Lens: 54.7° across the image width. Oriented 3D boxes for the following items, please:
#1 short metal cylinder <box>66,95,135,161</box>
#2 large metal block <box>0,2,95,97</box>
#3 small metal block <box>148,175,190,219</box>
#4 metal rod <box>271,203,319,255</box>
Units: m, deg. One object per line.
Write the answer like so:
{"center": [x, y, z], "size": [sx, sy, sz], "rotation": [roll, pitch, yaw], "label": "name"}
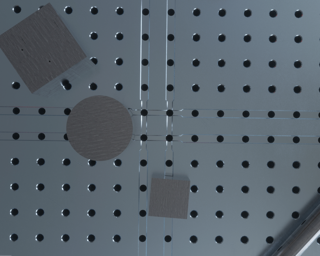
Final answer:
{"center": [-0.073, 0.000, 0.400], "size": [0.081, 0.050, 0.079], "rotation": [0, 90, -1], "label": "short metal cylinder"}
{"center": [-0.144, -0.097, 0.400], "size": [0.080, 0.050, 0.080], "rotation": [-34, 90, 0], "label": "large metal block"}
{"center": [0.012, 0.091, 0.413], "size": [0.050, 0.025, 0.050], "rotation": [5, 90, 0], "label": "small metal block"}
{"center": [0.228, 0.107, 0.415], "size": [0.025, 0.025, 0.300], "rotation": [43, 90, 0], "label": "metal rod"}
